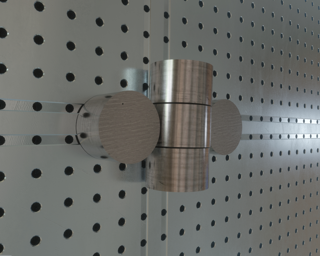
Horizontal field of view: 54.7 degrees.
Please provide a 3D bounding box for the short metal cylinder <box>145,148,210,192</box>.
[{"bbox_3d":[0.022,0.049,0.393,0.081,0.080,0.050,2,89,-40],"label":"short metal cylinder"}]

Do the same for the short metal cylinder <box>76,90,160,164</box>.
[{"bbox_3d":[-0.047,-0.001,0.354,0.081,0.050,0.079,0,90,-40],"label":"short metal cylinder"}]

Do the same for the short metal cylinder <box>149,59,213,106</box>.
[{"bbox_3d":[0.027,-0.053,0.397,0.081,0.080,0.050,3,88,-40],"label":"short metal cylinder"}]

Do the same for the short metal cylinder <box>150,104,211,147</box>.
[{"bbox_3d":[0.025,-0.002,0.395,0.081,0.080,0.050,2,89,-40],"label":"short metal cylinder"}]

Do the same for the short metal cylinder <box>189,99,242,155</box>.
[{"bbox_3d":[0.077,-0.001,0.459,0.081,0.050,0.079,0,90,-40],"label":"short metal cylinder"}]
